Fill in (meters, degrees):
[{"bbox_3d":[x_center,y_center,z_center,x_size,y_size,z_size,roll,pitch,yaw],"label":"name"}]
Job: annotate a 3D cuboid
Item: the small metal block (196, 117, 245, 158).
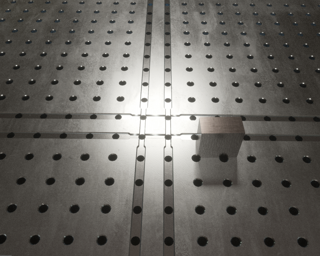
[{"bbox_3d":[0.073,0.012,0.382,0.050,0.050,0.025,-1,50,-1],"label":"small metal block"}]
